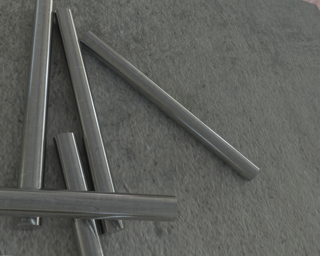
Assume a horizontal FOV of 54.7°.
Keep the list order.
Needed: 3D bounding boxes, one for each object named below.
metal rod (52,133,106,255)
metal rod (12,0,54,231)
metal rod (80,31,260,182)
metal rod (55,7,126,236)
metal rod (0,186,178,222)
[{"bbox_3d":[-0.057,0.142,0.287,0.025,0.025,0.299,-6,65,-31],"label":"metal rod"},{"bbox_3d":[-0.139,-0.040,0.353,0.025,0.025,0.299,7,59,-25],"label":"metal rod"},{"bbox_3d":[0.015,-0.029,0.430,0.300,0.025,0.025,39,51,-2],"label":"metal rod"},{"bbox_3d":[-0.090,-0.026,0.371,0.025,0.025,0.299,-4,64,-31],"label":"metal rod"},{"bbox_3d":[-0.132,0.062,0.265,0.302,0.025,0.025,6,59,-15],"label":"metal rod"}]
